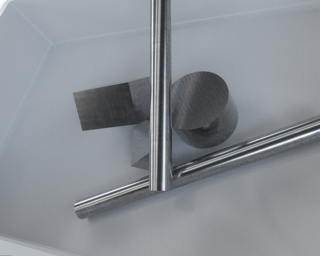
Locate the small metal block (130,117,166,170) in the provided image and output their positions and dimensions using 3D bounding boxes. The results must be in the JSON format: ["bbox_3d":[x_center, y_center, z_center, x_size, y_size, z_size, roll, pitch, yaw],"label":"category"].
[{"bbox_3d":[-0.013,0.019,0.383,0.050,0.025,0.050,-39,41,49],"label":"small metal block"}]

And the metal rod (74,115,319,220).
[{"bbox_3d":[0.035,0.050,0.355,0.301,0.025,0.025,-21,54,14],"label":"metal rod"}]

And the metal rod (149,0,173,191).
[{"bbox_3d":[0.001,-0.080,0.360,0.025,0.025,0.298,-5,78,25],"label":"metal rod"}]

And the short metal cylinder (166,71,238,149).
[{"bbox_3d":[0.049,-0.021,0.376,0.080,0.050,0.080,-13,56,20],"label":"short metal cylinder"}]

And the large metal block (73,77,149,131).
[{"bbox_3d":[-0.052,-0.035,0.409,0.080,0.080,0.050,-7,102,24],"label":"large metal block"}]
